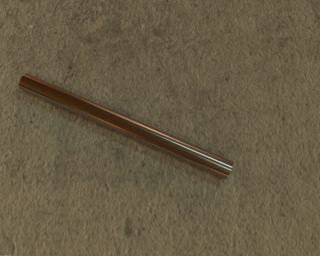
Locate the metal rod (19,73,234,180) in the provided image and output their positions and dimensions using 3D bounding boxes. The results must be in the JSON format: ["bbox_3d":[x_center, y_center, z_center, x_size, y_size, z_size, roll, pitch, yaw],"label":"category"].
[{"bbox_3d":[-0.050,-0.005,0.409,0.301,0.025,0.025,23,72,8],"label":"metal rod"}]
